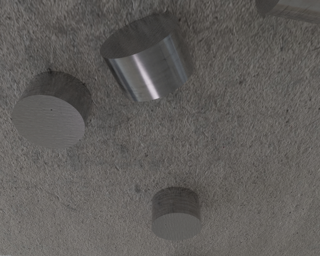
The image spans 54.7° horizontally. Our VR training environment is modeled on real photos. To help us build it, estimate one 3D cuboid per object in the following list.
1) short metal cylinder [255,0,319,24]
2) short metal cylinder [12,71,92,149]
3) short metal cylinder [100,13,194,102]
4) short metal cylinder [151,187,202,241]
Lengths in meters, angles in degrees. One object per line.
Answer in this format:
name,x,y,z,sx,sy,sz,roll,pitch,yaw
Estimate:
short metal cylinder,0.121,-0.133,0.259,0.050,0.080,0.079,8,130,-7
short metal cylinder,-0.126,-0.021,0.372,0.081,0.050,0.079,0,130,0
short metal cylinder,-0.012,-0.071,0.310,0.080,0.080,0.050,-16,128,13
short metal cylinder,0.027,0.142,0.512,0.081,0.050,0.079,0,130,0
